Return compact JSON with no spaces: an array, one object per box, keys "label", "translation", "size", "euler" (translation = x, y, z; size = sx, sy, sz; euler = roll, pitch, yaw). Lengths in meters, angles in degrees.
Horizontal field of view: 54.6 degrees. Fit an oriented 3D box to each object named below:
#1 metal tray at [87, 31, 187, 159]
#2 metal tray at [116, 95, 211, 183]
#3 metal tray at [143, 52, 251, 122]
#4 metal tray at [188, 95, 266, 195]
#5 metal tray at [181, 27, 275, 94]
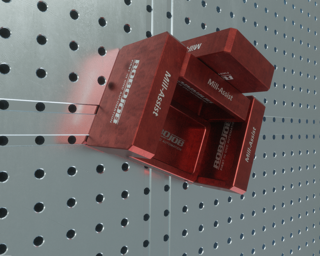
[{"label":"metal tray","translation":[-0.027,-0.035,0.343],"size":[0.030,0.090,0.130],"euler":[28,73,-37]},{"label":"metal tray","translation":[0.007,0.011,0.410],"size":[0.131,0.030,0.090],"euler":[28,73,-37]},{"label":"metal tray","translation":[0.043,-0.046,0.401],"size":[0.131,0.090,0.030],"euler":[27,73,-37]},{"label":"metal tray","translation":[0.090,0.021,0.440],"size":[0.030,0.090,0.130],"euler":[28,73,-37]},{"label":"metal tray","translation":[0.062,-0.075,0.391],"size":[0.090,0.130,0.030],"euler":[28,73,-37]}]
